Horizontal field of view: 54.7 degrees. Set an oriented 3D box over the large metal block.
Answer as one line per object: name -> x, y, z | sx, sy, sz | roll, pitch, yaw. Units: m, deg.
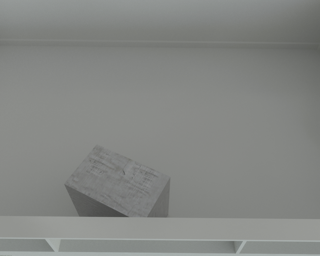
large metal block -> -0.038, 0.072, 0.308 | 0.080, 0.080, 0.050 | 22, 53, 17
